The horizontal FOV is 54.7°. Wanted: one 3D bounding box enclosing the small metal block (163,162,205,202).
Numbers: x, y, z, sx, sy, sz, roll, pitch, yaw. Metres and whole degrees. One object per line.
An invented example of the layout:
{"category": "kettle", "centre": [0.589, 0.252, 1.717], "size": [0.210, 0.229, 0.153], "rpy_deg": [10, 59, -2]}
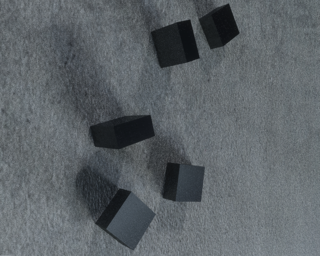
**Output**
{"category": "small metal block", "centre": [0.034, 0.076, 0.436], "size": [0.050, 0.025, 0.050], "rpy_deg": [12, 82, -40]}

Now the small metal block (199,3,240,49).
{"category": "small metal block", "centre": [0.094, -0.159, 0.486], "size": [0.050, 0.025, 0.050], "rpy_deg": [-42, 116, -32]}

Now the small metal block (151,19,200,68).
{"category": "small metal block", "centre": [0.020, -0.109, 0.407], "size": [0.025, 0.050, 0.050], "rpy_deg": [-27, 107, -37]}

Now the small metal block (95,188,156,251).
{"category": "small metal block", "centre": [-0.040, 0.109, 0.373], "size": [0.050, 0.025, 0.050], "rpy_deg": [50, 60, -29]}

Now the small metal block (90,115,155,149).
{"category": "small metal block", "centre": [-0.043, 0.004, 0.354], "size": [0.050, 0.050, 0.025], "rpy_deg": [-20, 103, -39]}
